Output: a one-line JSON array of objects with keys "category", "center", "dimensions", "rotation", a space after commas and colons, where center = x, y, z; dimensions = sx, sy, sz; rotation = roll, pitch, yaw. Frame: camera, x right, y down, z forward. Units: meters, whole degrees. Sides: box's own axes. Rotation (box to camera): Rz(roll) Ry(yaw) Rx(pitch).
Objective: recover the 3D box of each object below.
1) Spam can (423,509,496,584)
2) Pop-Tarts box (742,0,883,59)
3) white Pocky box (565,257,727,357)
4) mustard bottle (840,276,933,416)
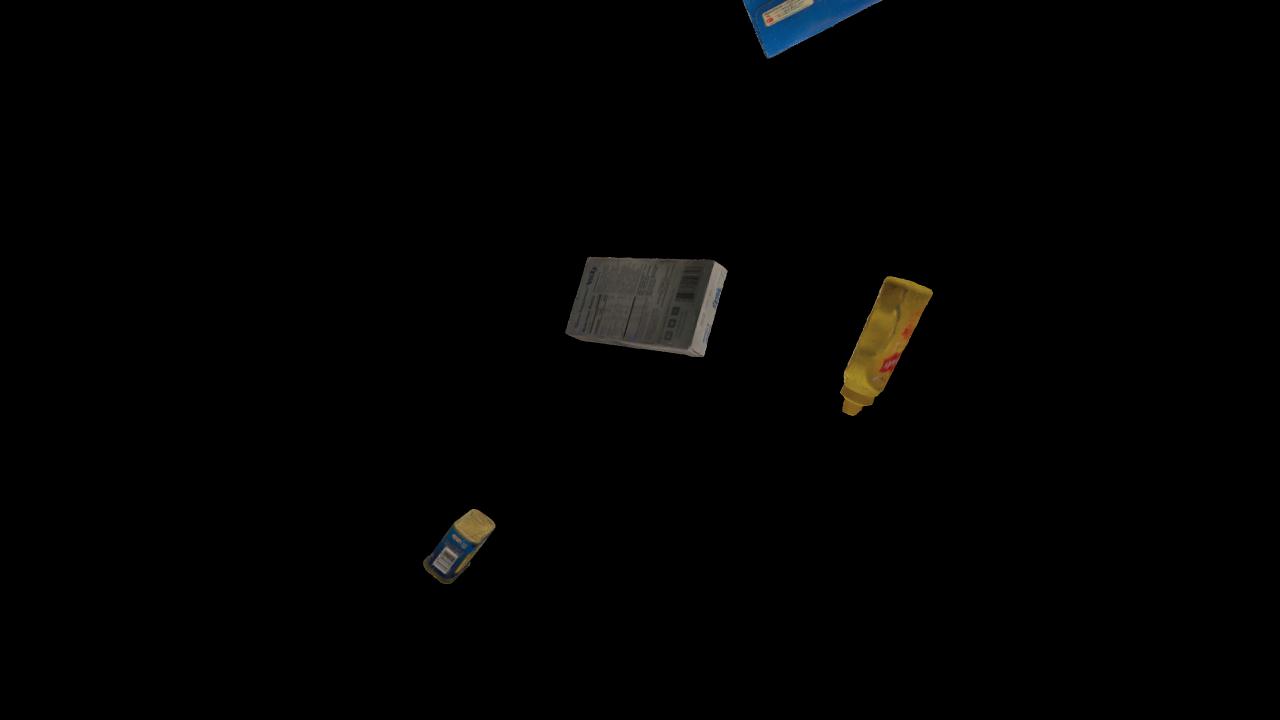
[{"category": "Spam can", "center": [-0.290, 0.299, 0.998], "dimensions": [0.058, 0.085, 0.101], "rotation": [38, 7, 3]}, {"category": "Pop-Tarts box", "center": [0.130, -0.307, 0.390], "dimensions": [0.167, 0.141, 0.083], "rotation": [-19, -21, 21]}, {"category": "white Pocky box", "center": [0.001, -0.052, 0.565], "dimensions": [0.154, 0.084, 0.028], "rotation": [9, -11, 40]}, {"category": "mustard bottle", "center": [0.301, -0.012, 0.776], "dimensions": [0.054, 0.184, 0.092], "rotation": [30, 21, 30]}]
